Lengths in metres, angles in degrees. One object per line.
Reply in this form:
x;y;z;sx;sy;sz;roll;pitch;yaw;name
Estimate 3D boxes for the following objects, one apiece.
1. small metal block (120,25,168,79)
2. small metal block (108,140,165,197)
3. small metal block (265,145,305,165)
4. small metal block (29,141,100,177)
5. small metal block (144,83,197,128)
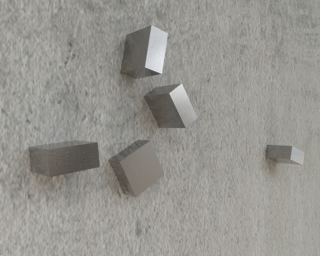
-0.020;-0.090;0.373;0.025;0.050;0.050;14;81;-40;small metal block
-0.028;0.049;0.383;0.050;0.025;0.050;-34;112;-35;small metal block
0.239;0.051;0.593;0.050;0.050;0.025;21;77;-38;small metal block
-0.096;0.029;0.309;0.050;0.050;0.025;-7;95;-40;small metal block
0.013;-0.027;0.402;0.025;0.050;0.050;-41;115;-32;small metal block
